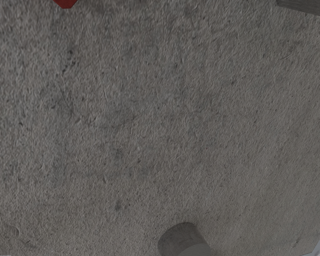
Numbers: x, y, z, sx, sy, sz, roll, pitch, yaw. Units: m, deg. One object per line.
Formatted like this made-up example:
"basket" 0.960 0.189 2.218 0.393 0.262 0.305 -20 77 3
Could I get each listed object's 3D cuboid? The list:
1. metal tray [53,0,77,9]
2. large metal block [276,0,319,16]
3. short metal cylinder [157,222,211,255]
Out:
"metal tray" -0.099 -0.173 0.242 0.090 0.030 0.130 -48 129 5
"large metal block" 0.171 -0.182 0.352 0.050 0.080 0.080 -41 130 -1
"short metal cylinder" 0.042 0.215 0.547 0.081 0.050 0.079 -14 124 -21
